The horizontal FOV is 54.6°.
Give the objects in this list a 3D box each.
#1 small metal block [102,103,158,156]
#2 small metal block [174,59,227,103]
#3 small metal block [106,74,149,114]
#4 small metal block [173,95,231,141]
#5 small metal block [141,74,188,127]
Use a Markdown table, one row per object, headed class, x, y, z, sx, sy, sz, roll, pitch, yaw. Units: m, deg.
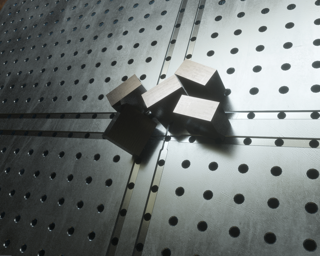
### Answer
| class | x | y | z | sx | sy | sz | roll | pitch | yaw |
| --- | --- | --- | --- | --- | --- | --- | --- | --- | --- |
| small metal block | -0.040 | 0.003 | 0.409 | 0.050 | 0.050 | 0.025 | -60 | 20 | -15 |
| small metal block | 0.053 | -0.058 | 0.400 | 0.050 | 0.050 | 0.025 | 29 | 78 | 37 |
| small metal block | -0.039 | -0.040 | 0.438 | 0.050 | 0.050 | 0.025 | -36 | 51 | 5 |
| small metal block | 0.051 | -0.012 | 0.373 | 0.050 | 0.050 | 0.025 | 16 | 70 | 34 |
| small metal block | 0.012 | -0.035 | 0.408 | 0.050 | 0.050 | 0.025 | -31 | 52 | 8 |
